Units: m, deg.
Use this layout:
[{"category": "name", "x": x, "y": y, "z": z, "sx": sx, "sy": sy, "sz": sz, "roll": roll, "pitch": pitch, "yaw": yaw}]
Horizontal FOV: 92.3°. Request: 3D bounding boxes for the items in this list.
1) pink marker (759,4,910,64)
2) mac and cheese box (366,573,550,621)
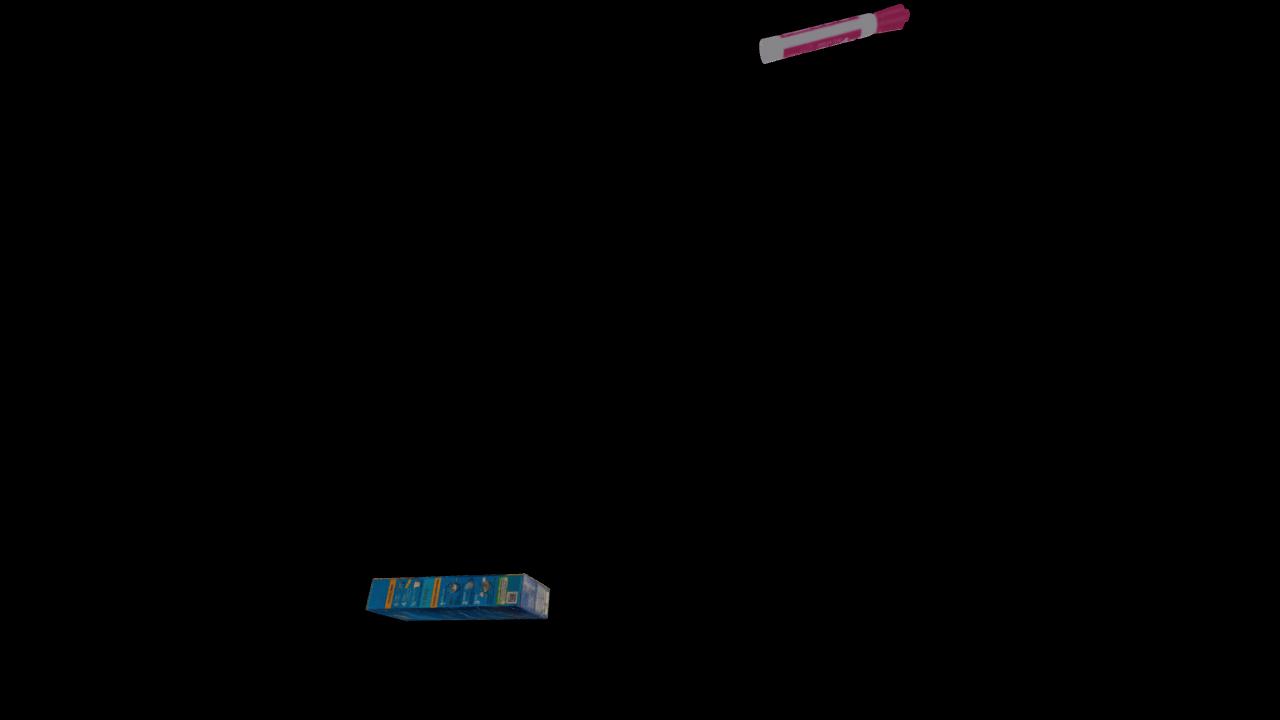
[{"category": "pink marker", "x": 0.158, "y": -0.266, "z": 0.500, "sx": 0.121, "sy": 0.020, "sz": 0.020, "roll": -13, "pitch": 0, "yaw": 2}, {"category": "mac and cheese box", "x": -0.205, "y": 0.275, "z": 0.709, "sx": 0.184, "sy": 0.041, "sz": 0.093, "roll": -5, "pitch": -30, "yaw": 11}]
